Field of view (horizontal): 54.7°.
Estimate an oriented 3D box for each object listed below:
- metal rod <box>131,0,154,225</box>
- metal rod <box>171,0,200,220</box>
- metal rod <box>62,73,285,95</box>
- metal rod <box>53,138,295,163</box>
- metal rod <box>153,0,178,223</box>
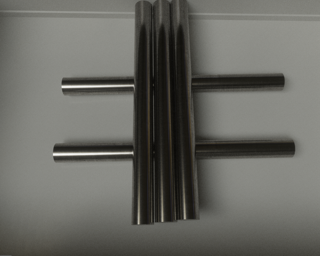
[{"bbox_3d":[-0.021,-0.034,0.393,0.025,0.025,0.299,-1,70,0],"label":"metal rod"},{"bbox_3d":[0.029,-0.038,0.395,0.025,0.025,0.299,-1,70,0],"label":"metal rod"},{"bbox_3d":[0.019,-0.061,0.431,0.302,0.025,0.025,-1,70,-1],"label":"metal rod"},{"bbox_3d":[0.018,0.029,0.398,0.302,0.025,0.025,-1,70,-1],"label":"metal rod"},{"bbox_3d":[0.005,-0.036,0.394,0.025,0.025,0.299,-1,70,0],"label":"metal rod"}]
